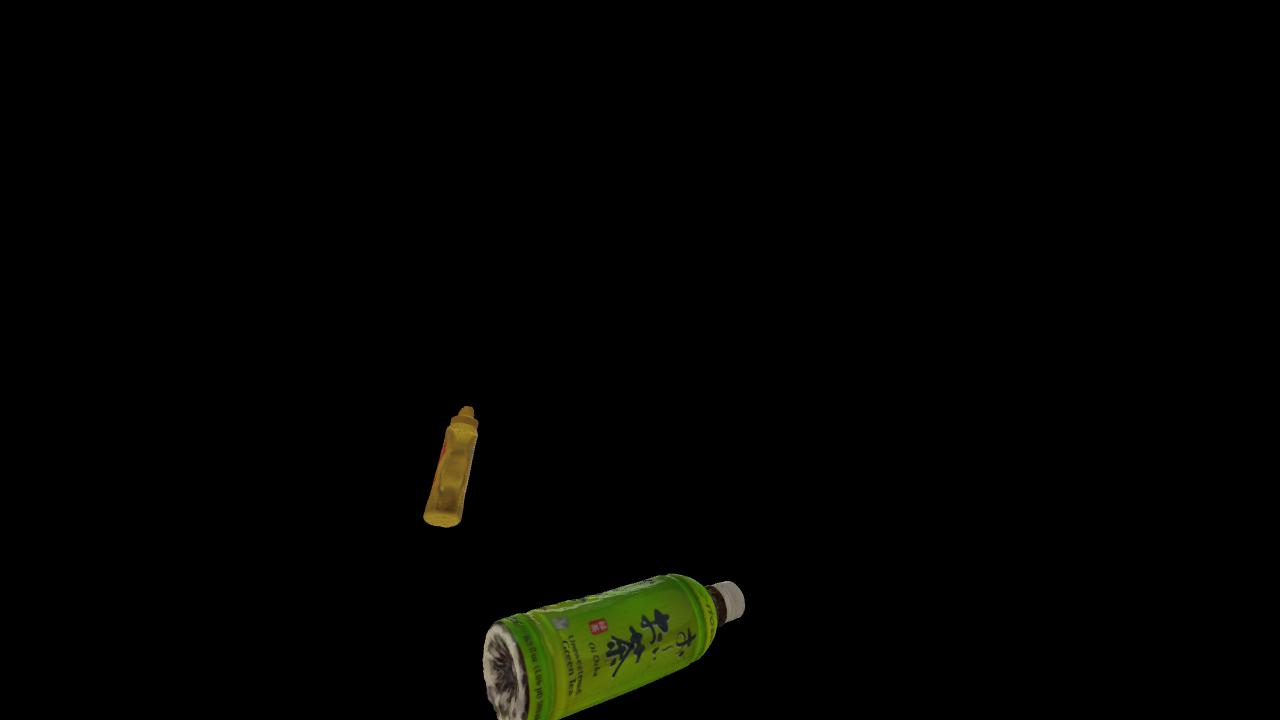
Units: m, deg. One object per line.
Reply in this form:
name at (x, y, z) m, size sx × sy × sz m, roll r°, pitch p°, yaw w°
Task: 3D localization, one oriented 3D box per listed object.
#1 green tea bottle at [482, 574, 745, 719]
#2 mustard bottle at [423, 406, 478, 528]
green tea bottle at (-0.006, 0.203, 0.456) m, size 0.212 × 0.073 × 0.073 m, roll 1°, pitch 0°, yaw -39°
mustard bottle at (-0.282, 0.155, 0.940) m, size 0.054 × 0.184 × 0.092 m, roll 12°, pitch -30°, yaw -12°
